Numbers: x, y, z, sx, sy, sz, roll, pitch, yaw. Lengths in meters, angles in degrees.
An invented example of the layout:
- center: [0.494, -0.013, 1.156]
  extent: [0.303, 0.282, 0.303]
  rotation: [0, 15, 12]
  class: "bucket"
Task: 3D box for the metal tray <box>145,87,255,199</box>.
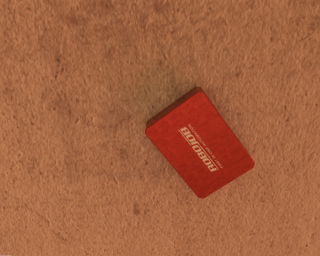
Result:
- center: [0.053, 0.022, 0.415]
  extent: [0.090, 0.030, 0.130]
  rotation: [-35, 107, 12]
  class: "metal tray"
